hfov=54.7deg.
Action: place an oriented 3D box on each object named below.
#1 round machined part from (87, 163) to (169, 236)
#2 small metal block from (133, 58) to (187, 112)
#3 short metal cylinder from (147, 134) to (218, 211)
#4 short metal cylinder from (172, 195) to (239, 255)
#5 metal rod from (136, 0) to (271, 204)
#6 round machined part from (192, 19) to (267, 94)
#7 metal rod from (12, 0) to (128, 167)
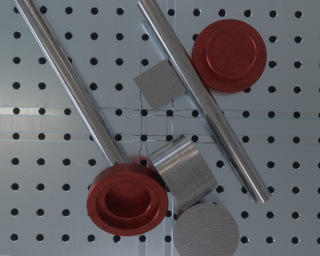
[{"bbox_3d":[-0.040,0.086,0.392,0.099,0.042,0.097,-2,115,-4],"label":"round machined part"},{"bbox_3d":[0.000,-0.056,0.413,0.050,0.025,0.050,-32,90,0],"label":"small metal block"},{"bbox_3d":[0.027,0.054,0.384,0.050,0.080,0.080,-33,90,-6],"label":"short metal cylinder"},{"bbox_3d":[0.056,0.131,0.401,0.081,0.050,0.080,0,90,0],"label":"short metal cylinder"},{"bbox_3d":[0.059,-0.033,0.402,0.025,0.025,0.299,-32,95,0],"label":"metal rod"},{"bbox_3d":[0.091,-0.094,0.405,0.099,0.042,0.097,0,90,0],"label":"round machined part"},{"bbox_3d":[-0.126,-0.074,0.412,0.025,0.025,0.299,-30,90,0],"label":"metal rod"}]
